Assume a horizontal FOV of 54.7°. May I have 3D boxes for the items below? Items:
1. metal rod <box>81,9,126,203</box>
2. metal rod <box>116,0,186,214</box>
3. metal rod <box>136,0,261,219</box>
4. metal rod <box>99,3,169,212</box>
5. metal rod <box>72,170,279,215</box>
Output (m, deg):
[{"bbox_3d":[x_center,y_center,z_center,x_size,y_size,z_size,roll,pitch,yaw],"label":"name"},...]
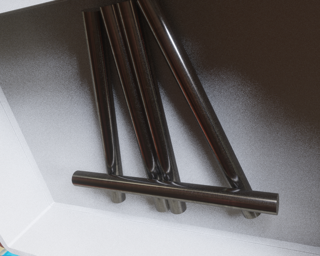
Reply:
[{"bbox_3d":[-0.075,-0.011,0.440,0.025,0.025,0.298,11,124,22],"label":"metal rod"},{"bbox_3d":[-0.004,-0.009,0.404,0.025,0.025,0.298,1,119,28],"label":"metal rod"},{"bbox_3d":[0.054,-0.014,0.370,0.025,0.025,0.299,-17,110,35],"label":"metal rod"},{"bbox_3d":[-0.026,-0.009,0.415,0.025,0.025,0.298,1,119,28],"label":"metal rod"},{"bbox_3d":[0.002,0.084,0.424,0.300,0.025,0.025,2,119,27],"label":"metal rod"}]
